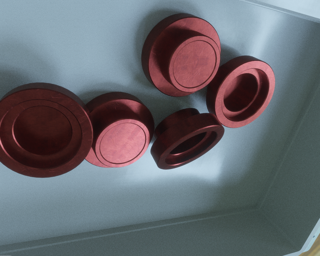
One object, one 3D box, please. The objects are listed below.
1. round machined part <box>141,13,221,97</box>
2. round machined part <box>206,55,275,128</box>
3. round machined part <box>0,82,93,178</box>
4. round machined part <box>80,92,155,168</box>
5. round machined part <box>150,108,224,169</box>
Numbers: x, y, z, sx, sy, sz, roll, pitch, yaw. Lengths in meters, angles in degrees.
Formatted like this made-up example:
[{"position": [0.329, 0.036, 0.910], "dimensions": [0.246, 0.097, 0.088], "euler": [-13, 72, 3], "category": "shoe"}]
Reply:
[{"position": [0.031, -0.081, 0.366], "dimensions": [0.099, 0.042, 0.097], "euler": [-14, 125, -21], "category": "round machined part"}, {"position": [0.105, -0.052, 0.425], "dimensions": [0.099, 0.042, 0.097], "euler": [-14, 125, -21], "category": "round machined part"}, {"position": [-0.121, -0.001, 0.322], "dimensions": [0.099, 0.042, 0.097], "euler": [-5, 115, -11], "category": "round machined part"}, {"position": [-0.051, 0.009, 0.377], "dimensions": [0.099, 0.042, 0.097], "euler": [-14, 125, -21], "category": "round machined part"}, {"position": [0.031, 0.011, 0.407], "dimensions": [0.099, 0.042, 0.098], "euler": [-24, 154, -12], "category": "round machined part"}]
